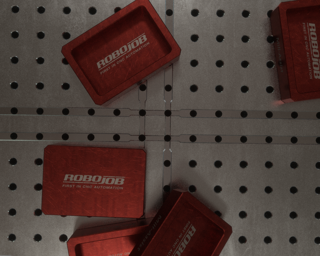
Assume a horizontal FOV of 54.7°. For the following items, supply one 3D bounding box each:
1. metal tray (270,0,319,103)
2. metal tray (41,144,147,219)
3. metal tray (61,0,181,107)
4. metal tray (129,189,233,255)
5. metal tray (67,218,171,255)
[{"bbox_3d":[0.205,-0.103,0.413,0.091,0.030,0.129,-8,90,-1],"label":"metal tray"},{"bbox_3d":[-0.085,0.069,0.410,0.131,0.030,0.089,3,90,-1],"label":"metal tray"},{"bbox_3d":[-0.049,-0.099,0.410,0.130,0.030,0.090,-33,90,-1],"label":"metal tray"},{"bbox_3d":[0.021,0.153,0.382,0.090,0.030,0.130,41,72,-16],"label":"metal tray"},{"bbox_3d":[-0.048,0.175,0.410,0.131,0.030,0.089,-9,90,-1],"label":"metal tray"}]
